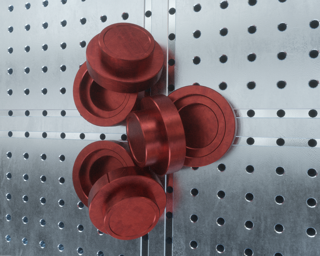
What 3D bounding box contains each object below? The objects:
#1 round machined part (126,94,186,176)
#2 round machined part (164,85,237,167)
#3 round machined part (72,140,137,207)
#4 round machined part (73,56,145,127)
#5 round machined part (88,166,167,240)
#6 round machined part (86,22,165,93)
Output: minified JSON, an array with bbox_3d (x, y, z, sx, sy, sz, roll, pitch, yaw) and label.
[{"bbox_3d":[-0.011,0.010,0.376,0.042,0.098,0.098,-11,85,-22],"label":"round machined part"},{"bbox_3d":[0.047,-0.003,0.387,0.098,0.042,0.097,0,90,20],"label":"round machined part"},{"bbox_3d":[-0.067,0.065,0.427,0.098,0.042,0.097,0,90,20],"label":"round machined part"},{"bbox_3d":[-0.066,-0.050,0.426,0.098,0.042,0.097,0,90,20],"label":"round machined part"},{"bbox_3d":[-0.038,0.100,0.387,0.099,0.042,0.097,-8,119,-14],"label":"round machined part"},{"bbox_3d":[-0.042,-0.094,0.390,0.099,0.042,0.098,5,56,-8],"label":"round machined part"}]
